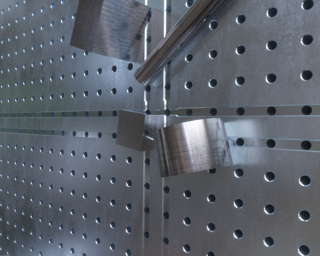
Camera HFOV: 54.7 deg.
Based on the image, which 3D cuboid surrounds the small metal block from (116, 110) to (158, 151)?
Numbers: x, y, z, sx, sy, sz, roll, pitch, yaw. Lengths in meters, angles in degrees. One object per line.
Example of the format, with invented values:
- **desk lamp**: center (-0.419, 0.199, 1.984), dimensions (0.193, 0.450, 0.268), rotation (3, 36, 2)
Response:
- **small metal block**: center (-0.033, 0.003, 0.435), dimensions (0.050, 0.025, 0.050), rotation (12, 98, 39)

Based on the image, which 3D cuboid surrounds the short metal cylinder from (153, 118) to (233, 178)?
- **short metal cylinder**: center (0.036, 0.023, 0.343), dimensions (0.080, 0.081, 0.050), rotation (-17, 80, 38)

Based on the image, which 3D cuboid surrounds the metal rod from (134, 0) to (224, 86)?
- **metal rod**: center (0.067, -0.157, 0.352), dimensions (0.299, 0.025, 0.025), rotation (-44, 64, 31)

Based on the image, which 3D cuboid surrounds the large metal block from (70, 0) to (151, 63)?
- **large metal block**: center (-0.067, -0.141, 0.427), dimensions (0.050, 0.081, 0.079), rotation (26, 106, 36)
